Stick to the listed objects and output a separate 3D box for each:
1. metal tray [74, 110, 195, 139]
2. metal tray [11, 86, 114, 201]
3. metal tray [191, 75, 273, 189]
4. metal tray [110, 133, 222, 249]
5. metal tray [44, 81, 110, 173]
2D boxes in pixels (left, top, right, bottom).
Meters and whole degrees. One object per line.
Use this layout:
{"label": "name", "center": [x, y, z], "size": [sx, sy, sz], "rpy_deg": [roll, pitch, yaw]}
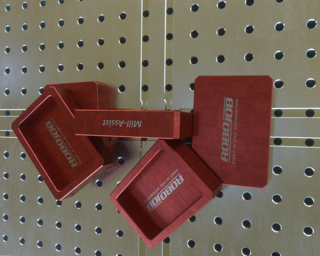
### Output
{"label": "metal tray", "center": [-0.027, -0.005, 0.386], "size": [0.130, 0.090, 0.030], "rpy_deg": [2, 91, 19]}
{"label": "metal tray", "center": [-0.134, 0.020, 0.422], "size": [0.090, 0.030, 0.130], "rpy_deg": [-39, 78, 15]}
{"label": "metal tray", "center": [0.087, 0.003, 0.378], "size": [0.090, 0.030, 0.129], "rpy_deg": [3, 91, 19]}
{"label": "metal tray", "center": [0.002, 0.081, 0.388], "size": [0.090, 0.030, 0.129], "rpy_deg": [48, 121, 13]}
{"label": "metal tray", "center": [-0.121, 0.000, 0.451], "size": [0.090, 0.030, 0.129], "rpy_deg": [-1, 90, 20]}
